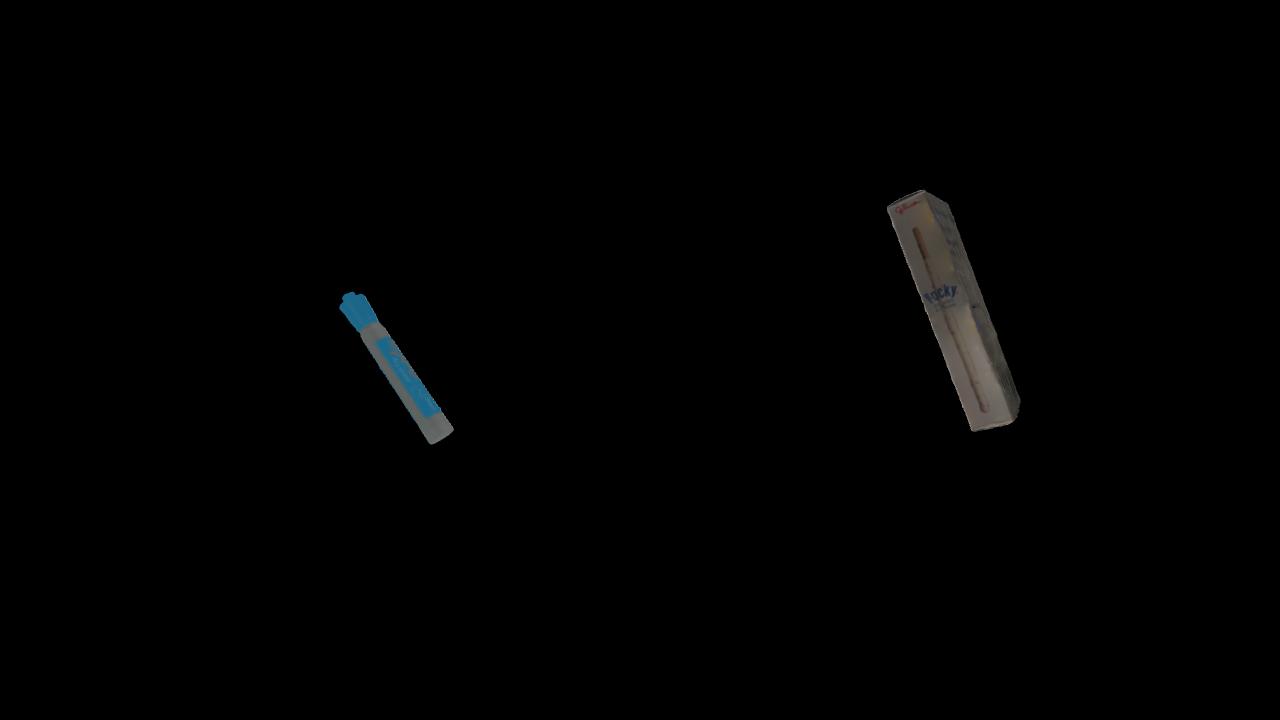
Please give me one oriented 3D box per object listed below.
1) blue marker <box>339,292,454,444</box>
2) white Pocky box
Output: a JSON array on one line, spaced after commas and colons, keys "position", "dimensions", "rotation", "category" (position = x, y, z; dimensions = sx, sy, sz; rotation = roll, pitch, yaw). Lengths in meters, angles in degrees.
[{"position": [-0.170, 0.004, 0.427], "dimensions": [0.020, 0.121, 0.020], "rotation": [-35, -3, -2], "category": "blue marker"}, {"position": [0.214, -0.035, 0.413], "dimensions": [0.028, 0.154, 0.084], "rotation": [-22, -7, 35], "category": "white Pocky box"}]
